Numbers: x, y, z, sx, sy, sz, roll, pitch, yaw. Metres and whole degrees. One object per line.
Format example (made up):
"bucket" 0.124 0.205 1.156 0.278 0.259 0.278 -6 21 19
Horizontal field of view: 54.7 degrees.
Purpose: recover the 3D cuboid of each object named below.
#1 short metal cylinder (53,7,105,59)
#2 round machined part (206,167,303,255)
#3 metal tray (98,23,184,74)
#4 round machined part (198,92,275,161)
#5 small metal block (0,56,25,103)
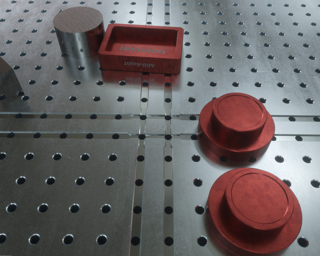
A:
"short metal cylinder" -0.134 -0.163 0.526 0.081 0.050 0.080 0 50 0
"round machined part" 0.101 0.083 0.328 0.099 0.042 0.098 0 50 0
"metal tray" -0.028 -0.134 0.516 0.131 0.030 0.090 4 50 3
"round machined part" 0.101 -0.009 0.405 0.099 0.042 0.098 0 50 0
"small metal block" -0.229 -0.073 0.450 0.025 0.050 0.050 -37 59 -27
